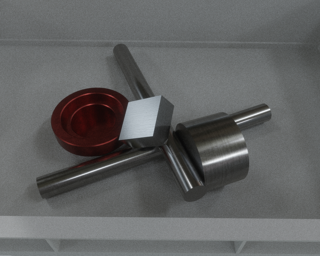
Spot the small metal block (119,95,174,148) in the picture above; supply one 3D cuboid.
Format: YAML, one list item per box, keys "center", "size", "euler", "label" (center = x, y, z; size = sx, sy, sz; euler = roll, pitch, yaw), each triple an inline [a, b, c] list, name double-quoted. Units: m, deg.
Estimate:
- center: [-0.015, -0.006, 0.355]
  size: [0.050, 0.025, 0.050]
  euler: [-8, 60, 37]
  label: "small metal block"

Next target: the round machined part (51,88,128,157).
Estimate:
- center: [-0.083, -0.003, 0.394]
  size: [0.099, 0.042, 0.098]
  euler: [0, 50, 0]
  label: "round machined part"

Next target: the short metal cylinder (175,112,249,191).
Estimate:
- center: [0.055, 0.027, 0.346]
  size: [0.050, 0.080, 0.080]
  euler: [-15, 52, -13]
  label: "short metal cylinder"

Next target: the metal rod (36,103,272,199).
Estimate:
- center: [0.005, 0.023, 0.384]
  size: [0.302, 0.025, 0.025]
  euler: [-18, 53, -15]
  label: "metal rod"

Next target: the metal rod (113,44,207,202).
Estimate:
- center: [-0.015, -0.032, 0.406]
  size: [0.025, 0.025, 0.300]
  euler: [-15, 45, -13]
  label: "metal rod"
